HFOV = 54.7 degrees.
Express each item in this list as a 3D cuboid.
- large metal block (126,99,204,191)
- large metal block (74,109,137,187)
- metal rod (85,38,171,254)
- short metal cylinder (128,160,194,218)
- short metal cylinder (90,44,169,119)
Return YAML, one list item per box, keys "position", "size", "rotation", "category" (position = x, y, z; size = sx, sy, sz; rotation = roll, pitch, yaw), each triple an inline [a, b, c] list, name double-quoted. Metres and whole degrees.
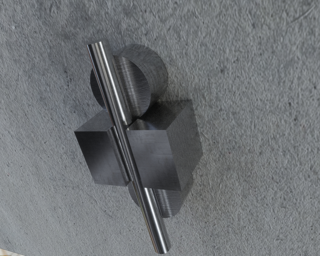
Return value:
- position: [0.010, 0.018, 0.379]
  size: [0.050, 0.080, 0.080]
  rotation: [-1, 118, 28]
  category: "large metal block"
- position: [-0.057, 0.020, 0.415]
  size: [0.050, 0.080, 0.080]
  rotation: [-1, 118, 28]
  category: "large metal block"
- position: [-0.031, 0.041, 0.385]
  size: [0.025, 0.025, 0.298]
  rotation: [-1, 118, 28]
  category: "metal rod"
- position: [0.002, 0.080, 0.441]
  size: [0.080, 0.050, 0.079]
  rotation: [13, 123, 21]
  category: "short metal cylinder"
- position: [-0.036, -0.056, 0.376]
  size: [0.080, 0.050, 0.079]
  rotation: [13, 123, 21]
  category: "short metal cylinder"
